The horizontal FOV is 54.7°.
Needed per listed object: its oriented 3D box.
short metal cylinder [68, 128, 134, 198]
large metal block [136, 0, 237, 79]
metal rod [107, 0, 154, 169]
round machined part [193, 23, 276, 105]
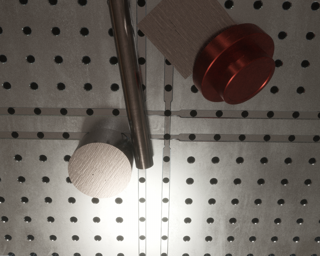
[{"bbox_3d":[-0.076,0.046,0.416,0.081,0.050,0.079,0,110,-1],"label":"short metal cylinder"},{"bbox_3d":[0.031,-0.117,0.358,0.080,0.050,0.080,-41,106,13],"label":"large metal block"},{"bbox_3d":[-0.040,-0.087,0.380,0.025,0.025,0.298,-7,110,2],"label":"metal rod"},{"bbox_3d":[0.090,-0.065,0.354,0.099,0.042,0.097,-22,147,-16],"label":"round machined part"}]
